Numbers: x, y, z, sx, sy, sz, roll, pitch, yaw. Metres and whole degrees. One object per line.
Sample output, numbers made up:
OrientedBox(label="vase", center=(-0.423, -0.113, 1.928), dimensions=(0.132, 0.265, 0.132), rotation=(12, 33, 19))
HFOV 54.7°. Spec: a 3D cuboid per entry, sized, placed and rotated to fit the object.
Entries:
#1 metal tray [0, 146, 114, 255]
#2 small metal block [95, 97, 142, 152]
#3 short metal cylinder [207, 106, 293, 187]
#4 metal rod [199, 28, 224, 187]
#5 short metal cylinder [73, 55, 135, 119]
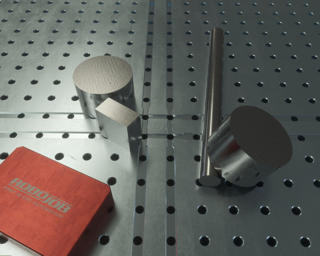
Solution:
OrientedBox(label="metal tray", center=(-0.128, 0.082, 0.335), dimensions=(0.130, 0.030, 0.090), rotation=(21, 53, 16))
OrientedBox(label="small metal block", center=(-0.052, -0.004, 0.394), dimensions=(0.050, 0.050, 0.025), rotation=(29, 56, 22))
OrientedBox(label="short metal cylinder", center=(0.102, 0.021, 0.357), dimensions=(0.081, 0.050, 0.080), rotation=(14, 51, -17))
OrientedBox(label="metal rod", center=(0.079, -0.053, 0.452), dimensions=(0.025, 0.025, 0.300), rotation=(7, 50, 5))
OrientedBox(label="short metal cylinder", center=(-0.078, -0.058, 0.440), dimensions=(0.081, 0.050, 0.080), rotation=(0, 50, 0))
